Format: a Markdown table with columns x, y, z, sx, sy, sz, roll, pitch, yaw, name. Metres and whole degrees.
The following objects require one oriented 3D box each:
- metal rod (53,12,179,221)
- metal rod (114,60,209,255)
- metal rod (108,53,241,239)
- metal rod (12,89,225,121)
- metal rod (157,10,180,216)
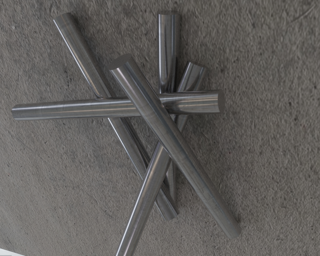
| x | y | z | sx | sy | sz | roll | pitch | yaw | name |
| --- | --- | --- | --- | --- | --- | --- | --- | --- | --- |
| -0.053 | -0.008 | 0.411 | 0.025 | 0.025 | 0.299 | -21 | 102 | 36 | metal rod |
| -0.006 | 0.061 | 0.393 | 0.025 | 0.025 | 0.298 | 25 | 111 | 13 | metal rod |
| 0.034 | 0.044 | 0.363 | 0.025 | 0.025 | 0.299 | -10 | 130 | 32 | metal rod |
| -0.071 | -0.025 | 0.380 | 0.300 | 0.025 | 0.025 | -1 | 118 | 28 | metal rod |
| 0.011 | 0.005 | 0.404 | 0.025 | 0.025 | 0.298 | 13 | 124 | 21 | metal rod |
